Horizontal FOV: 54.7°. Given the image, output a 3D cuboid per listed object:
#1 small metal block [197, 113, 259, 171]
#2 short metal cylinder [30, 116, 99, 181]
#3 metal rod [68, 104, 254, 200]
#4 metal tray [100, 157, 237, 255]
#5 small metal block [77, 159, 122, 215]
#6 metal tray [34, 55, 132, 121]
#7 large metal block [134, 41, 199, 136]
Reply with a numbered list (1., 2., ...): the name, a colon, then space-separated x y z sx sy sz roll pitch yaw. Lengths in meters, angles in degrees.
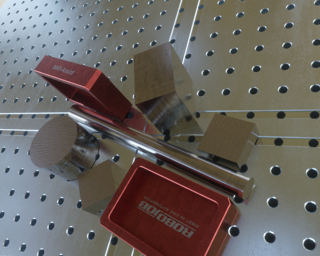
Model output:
1. small metal block: 0.079 0.015 0.357 0.050 0.025 0.050 19 71 35
2. short metal cylinder: -0.137 0.029 0.445 0.080 0.050 0.080 -13 56 21
3. metal rod: -0.022 0.018 0.408 0.300 0.025 0.025 21 73 36
4. metal tray: 0.006 0.096 0.342 0.130 0.030 0.090 20 72 35
5. small metal block: -0.076 0.076 0.402 0.050 0.025 0.050 -28 52 10
6. metal tray: -0.114 -0.060 0.462 0.130 0.090 0.030 20 73 35
7. large metal block: 0.008 -0.048 0.400 0.050 0.080 0.080 -17 55 19
